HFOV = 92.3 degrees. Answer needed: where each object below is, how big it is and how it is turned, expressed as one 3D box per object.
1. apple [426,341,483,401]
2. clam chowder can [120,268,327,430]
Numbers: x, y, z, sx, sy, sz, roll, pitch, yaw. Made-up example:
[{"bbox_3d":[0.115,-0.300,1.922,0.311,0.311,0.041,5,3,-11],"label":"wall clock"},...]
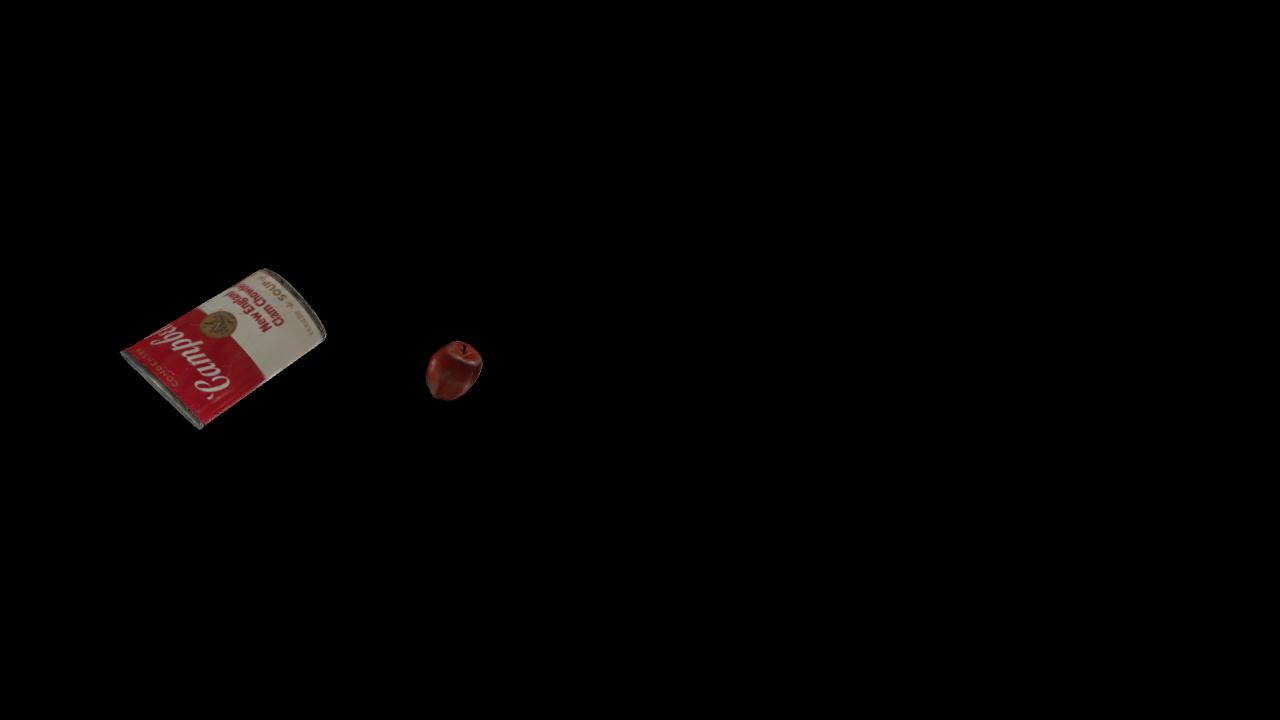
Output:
[{"bbox_3d":[-0.281,0.015,0.927,0.079,0.093,0.079,31,18,-11],"label":"apple"},{"bbox_3d":[-0.286,-0.010,0.431,0.068,0.068,0.102,0,38,47],"label":"clam chowder can"}]
